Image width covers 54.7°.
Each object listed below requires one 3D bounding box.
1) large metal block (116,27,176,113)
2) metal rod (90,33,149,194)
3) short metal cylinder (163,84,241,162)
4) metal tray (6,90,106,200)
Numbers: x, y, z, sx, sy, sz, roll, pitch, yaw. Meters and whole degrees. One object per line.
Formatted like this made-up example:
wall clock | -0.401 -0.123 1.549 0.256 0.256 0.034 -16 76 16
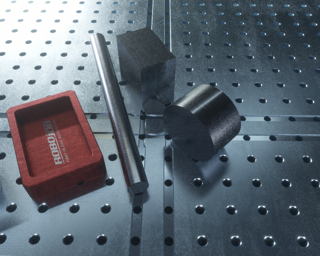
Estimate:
large metal block | -0.020 -0.083 0.442 0.050 0.080 0.080 -21 54 -17
metal rod | -0.066 -0.043 0.442 0.025 0.025 0.300 -12 51 -11
short metal cylinder | 0.050 -0.006 0.378 0.050 0.080 0.080 -37 60 -27
metal tray | -0.133 0.014 0.390 0.091 0.030 0.130 -20 53 -17
